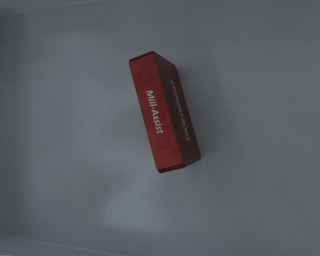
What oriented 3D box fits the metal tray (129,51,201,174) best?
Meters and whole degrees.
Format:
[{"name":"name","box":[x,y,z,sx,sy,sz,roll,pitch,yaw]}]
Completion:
[{"name":"metal tray","box":[0.009,-0.017,0.370,0.030,0.090,0.129,-17,85,18]}]
